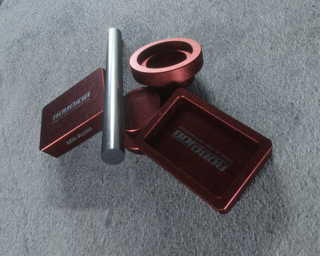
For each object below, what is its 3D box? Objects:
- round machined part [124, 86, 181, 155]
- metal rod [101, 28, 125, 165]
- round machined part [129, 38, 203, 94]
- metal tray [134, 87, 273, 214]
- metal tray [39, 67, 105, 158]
[{"bbox_3d":[-0.021,-0.016,0.416,0.098,0.042,0.098,-13,56,21],"label":"round machined part"},{"bbox_3d":[-0.065,-0.068,0.438,0.025,0.025,0.300,-24,40,13],"label":"metal rod"},{"bbox_3d":[0.011,-0.083,0.426,0.098,0.042,0.098,-9,38,7],"label":"round machined part"},{"bbox_3d":[0.046,0.021,0.351,0.130,0.030,0.090,35,81,28],"label":"metal tray"},{"bbox_3d":[-0.123,-0.023,0.467,0.130,0.030,0.090,-30,49,19],"label":"metal tray"}]
